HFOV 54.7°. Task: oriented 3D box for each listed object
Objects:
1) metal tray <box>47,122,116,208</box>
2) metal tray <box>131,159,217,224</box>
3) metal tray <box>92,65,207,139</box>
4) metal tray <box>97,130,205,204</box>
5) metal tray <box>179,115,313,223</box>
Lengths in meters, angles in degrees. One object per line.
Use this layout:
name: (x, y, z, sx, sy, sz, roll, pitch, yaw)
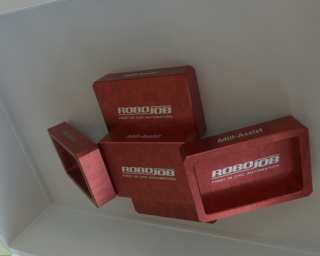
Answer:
metal tray: (-0.118, 0.050, 0.457, 0.130, 0.030, 0.089, 24, 135, 51)
metal tray: (0.016, 0.087, 0.447, 0.130, 0.030, 0.089, -1, 118, 28)
metal tray: (-0.014, -0.026, 0.393, 0.130, 0.030, 0.089, -1, 118, 28)
metal tray: (-0.010, 0.050, 0.400, 0.130, 0.030, 0.089, -1, 118, 28)
metal tray: (0.095, 0.047, 0.342, 0.131, 0.030, 0.089, -15, 115, 2)
